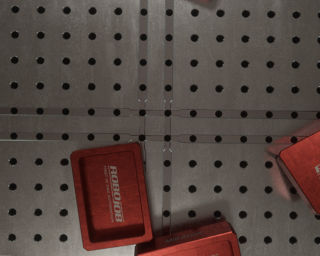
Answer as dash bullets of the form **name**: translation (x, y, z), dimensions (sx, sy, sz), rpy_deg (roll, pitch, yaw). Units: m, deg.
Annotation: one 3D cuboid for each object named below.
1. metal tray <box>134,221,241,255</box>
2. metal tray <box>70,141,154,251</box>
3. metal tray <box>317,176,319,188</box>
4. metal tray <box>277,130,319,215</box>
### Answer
- **metal tray**: translation (0.040, 0.182, 0.404), dimensions (0.131, 0.030, 0.089), rpy_deg (-14, 100, -1)
- **metal tray**: translation (-0.062, 0.088, 0.410), dimensions (0.091, 0.030, 0.129), rpy_deg (-8, 90, -1)
- **metal tray**: translation (0.285, 0.106, 0.415), dimensions (0.090, 0.030, 0.130), rpy_deg (-29, 90, -1)
- **metal tray**: translation (0.231, 0.042, 0.394), dimensions (0.130, 0.030, 0.090), rpy_deg (-29, 70, 4)
